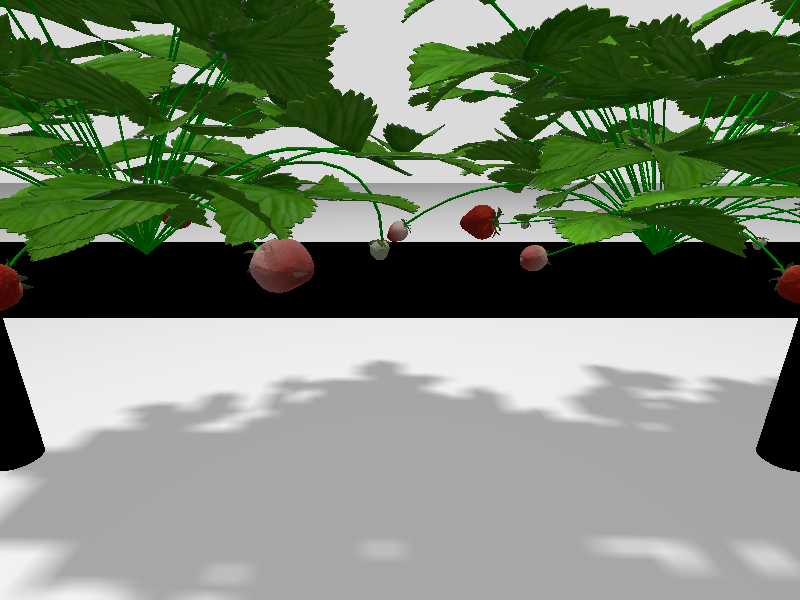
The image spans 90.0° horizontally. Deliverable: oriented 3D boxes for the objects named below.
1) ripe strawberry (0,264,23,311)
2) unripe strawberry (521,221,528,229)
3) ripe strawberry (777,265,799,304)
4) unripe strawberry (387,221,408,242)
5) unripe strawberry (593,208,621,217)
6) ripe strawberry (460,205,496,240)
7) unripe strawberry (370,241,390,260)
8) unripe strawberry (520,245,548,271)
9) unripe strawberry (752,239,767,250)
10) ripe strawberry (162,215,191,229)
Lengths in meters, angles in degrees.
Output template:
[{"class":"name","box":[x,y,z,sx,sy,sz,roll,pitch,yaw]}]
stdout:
[{"class":"ripe strawberry","box":[-0.208,-0.005,0.198,0.030,0.027,0.027,-2,27,-6]},{"class":"unripe strawberry","box":[0.157,-0.095,0.504,0.010,0.011,0.011,-7,-28,-22]},{"class":"ripe strawberry","box":[0.218,-0.008,0.217,0.018,0.021,0.020,1,31,3]},{"class":"unripe strawberry","box":[-0.003,-0.069,0.411,0.023,0.020,0.023,-36,5,23]},{"class":"unripe strawberry","box":[0.227,-0.089,0.451,0.035,0.030,0.035,0,17,1]},{"class":"ripe strawberry","box":[0.083,-0.082,0.424,0.037,0.036,0.040,9,20,28]},{"class":"unripe strawberry","box":[-0.016,-0.038,0.309,0.016,0.015,0.014,4,18,11]},{"class":"unripe strawberry","box":[0.097,-0.030,0.293,0.020,0.020,0.019,-9,20,-24]},{"class":"unripe strawberry","box":[0.341,-0.053,0.380,0.011,0.011,0.010,-4,18,-13]},{"class":"ripe strawberry","box":[-0.293,-0.115,0.524,0.039,0.041,0.042,-6,18,-19]}]
